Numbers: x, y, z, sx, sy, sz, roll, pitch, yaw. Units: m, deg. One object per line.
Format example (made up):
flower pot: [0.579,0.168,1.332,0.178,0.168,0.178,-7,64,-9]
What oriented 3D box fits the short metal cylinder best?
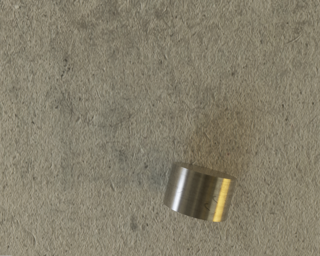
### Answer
short metal cylinder: [0.049,0.076,0.383,0.080,0.080,0.050,14,90,0]
